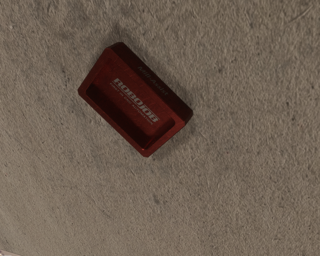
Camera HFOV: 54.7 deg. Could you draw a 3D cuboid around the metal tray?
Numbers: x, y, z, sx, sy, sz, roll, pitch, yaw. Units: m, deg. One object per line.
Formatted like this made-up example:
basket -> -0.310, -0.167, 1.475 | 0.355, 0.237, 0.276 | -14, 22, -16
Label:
metal tray -> -0.034, -0.033, 0.399 | 0.130, 0.030, 0.090 | 44, 129, -3
